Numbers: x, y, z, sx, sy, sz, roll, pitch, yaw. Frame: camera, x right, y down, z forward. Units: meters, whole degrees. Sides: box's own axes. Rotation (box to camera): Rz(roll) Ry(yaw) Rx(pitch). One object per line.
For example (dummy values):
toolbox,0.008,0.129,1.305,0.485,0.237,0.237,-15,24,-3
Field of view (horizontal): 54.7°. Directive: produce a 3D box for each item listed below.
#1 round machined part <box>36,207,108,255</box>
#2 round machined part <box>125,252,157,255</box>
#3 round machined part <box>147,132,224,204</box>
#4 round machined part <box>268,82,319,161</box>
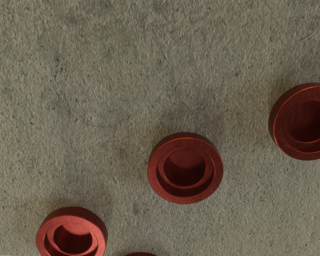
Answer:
round machined part,-0.126,0.157,0.457,0.099,0.042,0.097,0,110,0
round machined part,-0.030,0.251,0.493,0.099,0.042,0.097,0,110,0
round machined part,0.033,0.050,0.419,0.099,0.042,0.097,0,110,0
round machined part,0.188,-0.011,0.398,0.099,0.042,0.097,0,110,0
